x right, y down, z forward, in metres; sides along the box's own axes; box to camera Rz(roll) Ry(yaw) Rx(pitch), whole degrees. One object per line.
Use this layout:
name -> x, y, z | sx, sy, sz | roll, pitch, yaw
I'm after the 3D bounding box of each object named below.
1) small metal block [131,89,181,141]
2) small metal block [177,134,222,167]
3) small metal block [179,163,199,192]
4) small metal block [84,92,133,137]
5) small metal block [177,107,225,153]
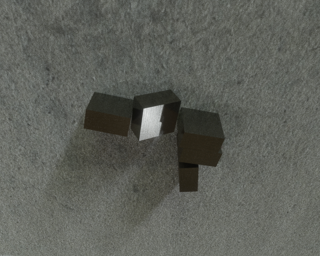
small metal block -> -0.006, -0.016, 0.380 | 0.050, 0.025, 0.050 | -14, 136, -27
small metal block -> 0.051, 0.021, 0.410 | 0.050, 0.050, 0.025 | 9, 130, -8
small metal block -> 0.039, 0.055, 0.438 | 0.025, 0.050, 0.050 | -2, 130, 2
small metal block -> -0.060, -0.017, 0.371 | 0.050, 0.050, 0.025 | 11, 119, -6
small metal block -> 0.050, 0.002, 0.393 | 0.050, 0.050, 0.025 | 9, 129, -8
